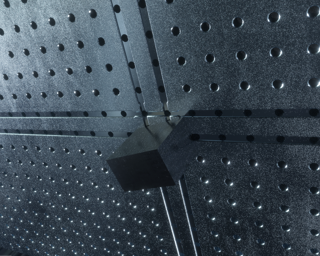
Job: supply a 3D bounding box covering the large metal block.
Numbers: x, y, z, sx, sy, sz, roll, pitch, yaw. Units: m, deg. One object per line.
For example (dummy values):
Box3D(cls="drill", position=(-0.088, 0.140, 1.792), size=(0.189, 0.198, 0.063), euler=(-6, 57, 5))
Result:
Box3D(cls="large metal block", position=(-0.008, 0.034, 0.401), size=(0.080, 0.080, 0.050), euler=(-15, 111, 34))
